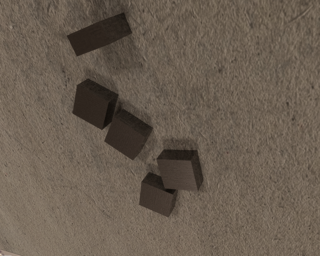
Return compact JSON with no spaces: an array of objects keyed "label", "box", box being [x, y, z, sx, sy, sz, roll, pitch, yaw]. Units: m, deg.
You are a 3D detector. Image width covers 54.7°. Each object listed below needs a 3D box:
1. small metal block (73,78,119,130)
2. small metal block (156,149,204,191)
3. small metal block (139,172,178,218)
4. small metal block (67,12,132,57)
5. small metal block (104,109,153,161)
[{"label":"small metal block","box":[-0.091,-0.033,0.432,0.050,0.025,0.050,29,128,9]},{"label":"small metal block","box":[0.028,0.058,0.427,0.050,0.025,0.050,-1,118,28]},{"label":"small metal block","box":[-0.002,0.101,0.469,0.050,0.025,0.050,19,126,16]},{"label":"small metal block","box":[-0.069,-0.108,0.358,0.050,0.050,0.025,-10,114,32]},{"label":"small metal block","box":[-0.045,0.010,0.435,0.050,0.025,0.050,33,129,6]}]
